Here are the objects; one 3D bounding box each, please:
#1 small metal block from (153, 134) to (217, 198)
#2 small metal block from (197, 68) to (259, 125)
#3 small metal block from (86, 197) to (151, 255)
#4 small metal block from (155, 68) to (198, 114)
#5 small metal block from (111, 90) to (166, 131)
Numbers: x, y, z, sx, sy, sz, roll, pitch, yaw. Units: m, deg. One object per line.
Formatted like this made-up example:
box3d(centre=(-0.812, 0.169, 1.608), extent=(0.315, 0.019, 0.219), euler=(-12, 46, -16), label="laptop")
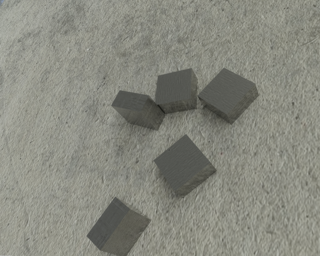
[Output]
box3d(centre=(0.029, 0.044, 0.362), extent=(0.050, 0.025, 0.050), euler=(-39, 51, 1), label="small metal block")
box3d(centre=(0.084, -0.040, 0.384), extent=(0.050, 0.025, 0.050), euler=(-47, 51, -5), label="small metal block")
box3d(centre=(-0.044, 0.111, 0.343), extent=(0.025, 0.050, 0.050), euler=(28, 77, 37), label="small metal block")
box3d(centre=(0.023, -0.049, 0.422), extent=(0.050, 0.025, 0.050), euler=(-9, 58, 23), label="small metal block")
box3d(centre=(-0.028, -0.024, 0.417), extent=(0.050, 0.050, 0.025), euler=(14, 69, 34), label="small metal block")
